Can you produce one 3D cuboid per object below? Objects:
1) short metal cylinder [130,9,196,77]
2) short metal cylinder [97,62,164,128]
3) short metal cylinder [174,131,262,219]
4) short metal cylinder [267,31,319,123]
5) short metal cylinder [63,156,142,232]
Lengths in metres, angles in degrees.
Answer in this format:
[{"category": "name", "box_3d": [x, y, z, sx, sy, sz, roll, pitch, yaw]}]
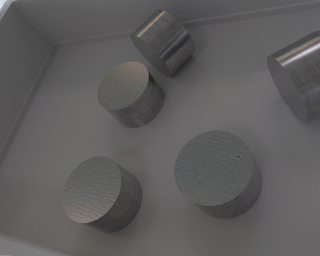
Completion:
[{"category": "short metal cylinder", "box_3d": [0.004, -0.120, 0.442, 0.050, 0.080, 0.080, -47, 51, -4]}, {"category": "short metal cylinder", "box_3d": [-0.041, -0.047, 0.440, 0.080, 0.050, 0.080, -13, 56, 21]}, {"category": "short metal cylinder", "box_3d": [0.062, 0.049, 0.327, 0.080, 0.050, 0.080, -13, 56, 21]}, {"category": "short metal cylinder", "box_3d": [0.155, -0.052, 0.321, 0.050, 0.080, 0.080, -28, 52, 11]}, {"category": "short metal cylinder", "box_3d": [-0.069, 0.081, 0.377, 0.080, 0.050, 0.080, -13, 56, 21]}]
